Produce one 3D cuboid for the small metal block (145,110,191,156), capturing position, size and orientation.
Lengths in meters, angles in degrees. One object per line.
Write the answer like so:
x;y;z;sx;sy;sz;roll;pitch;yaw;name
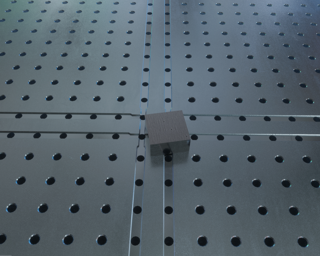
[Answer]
0.009;0.006;0.403;0.050;0.025;0.050;-7;51;-7;small metal block
